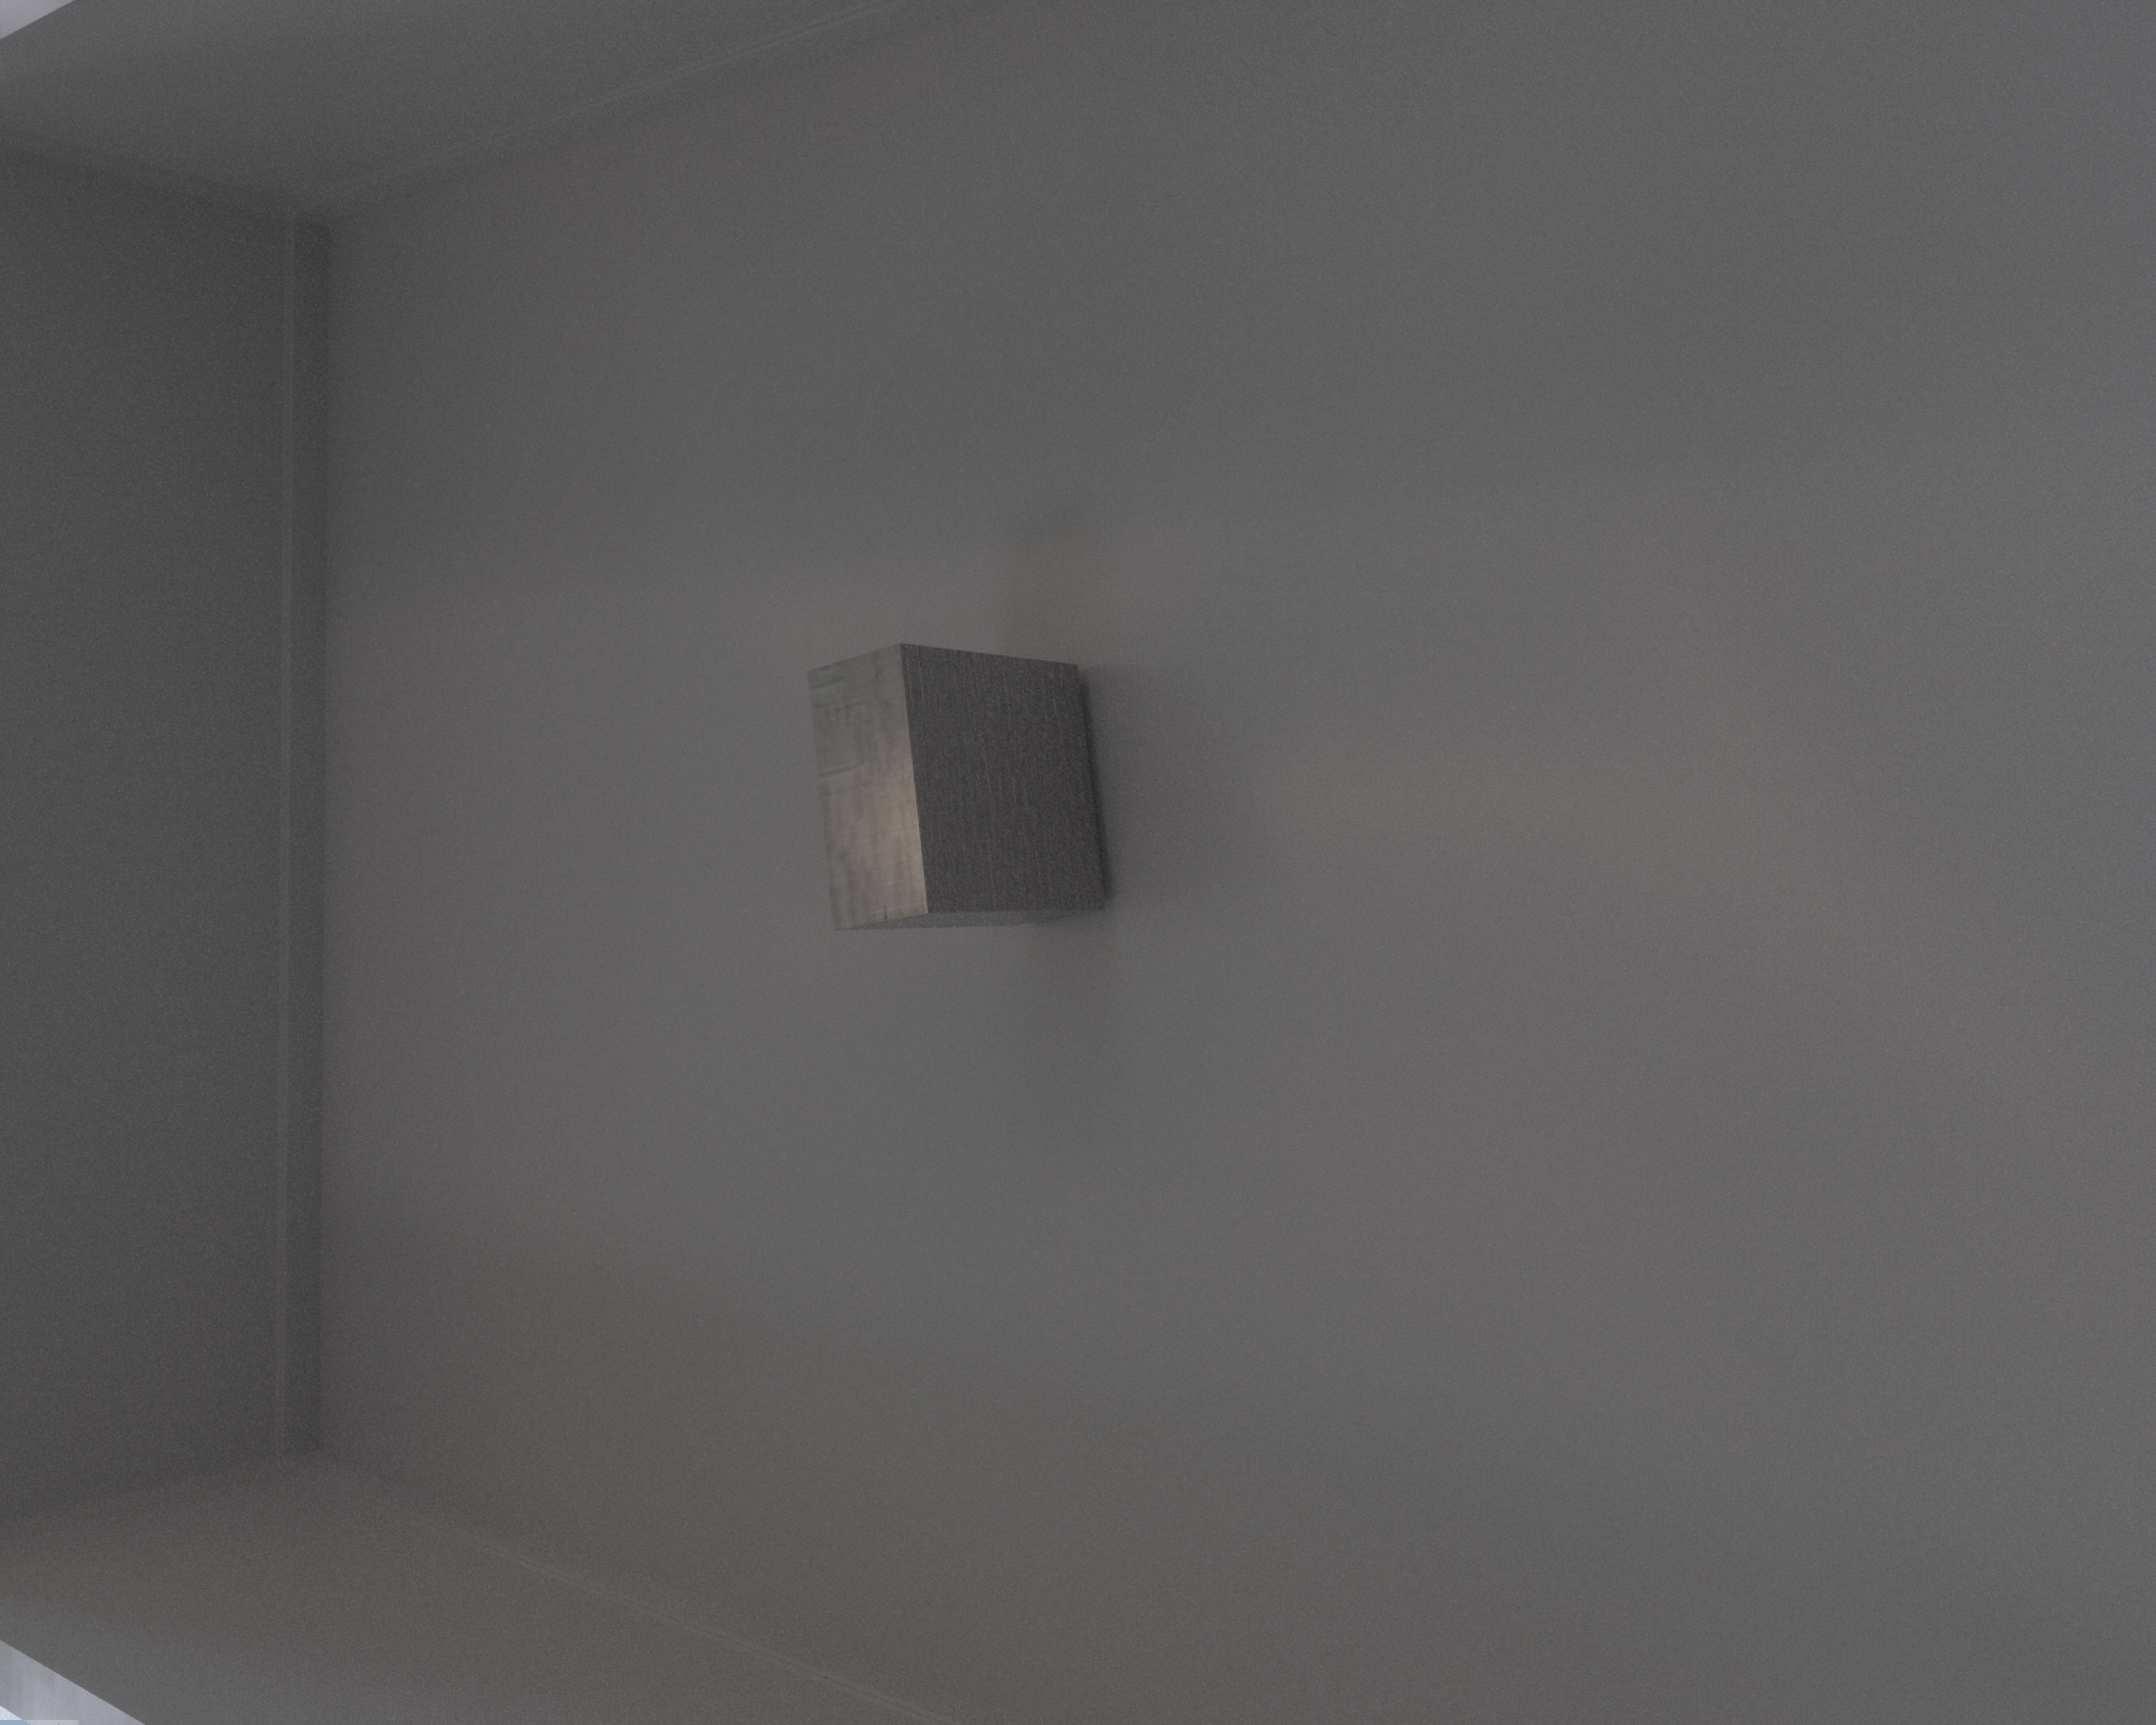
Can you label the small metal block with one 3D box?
[{"bbox_3d":[-0.023,-0.014,0.406,0.025,0.050,0.050,-11,82,40],"label":"small metal block"}]
